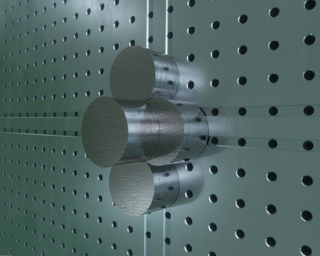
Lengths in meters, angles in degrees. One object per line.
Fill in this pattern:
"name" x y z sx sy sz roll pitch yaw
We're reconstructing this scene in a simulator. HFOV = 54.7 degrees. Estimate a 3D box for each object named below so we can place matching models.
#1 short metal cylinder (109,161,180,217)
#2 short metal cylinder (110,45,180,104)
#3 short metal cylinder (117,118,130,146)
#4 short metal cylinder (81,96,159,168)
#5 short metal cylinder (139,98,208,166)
"short metal cylinder" -0.022 0.072 0.410 0.080 0.050 0.080 -2 87 39
"short metal cylinder" -0.021 -0.064 0.410 0.080 0.050 0.079 0 90 39
"short metal cylinder" -0.053 0.004 0.437 0.080 0.050 0.079 0 90 40
"short metal cylinder" -0.048 0.004 0.366 0.080 0.050 0.079 0 90 40
"short metal cylinder" 0.012 0.004 0.383 0.080 0.050 0.080 0 90 40
